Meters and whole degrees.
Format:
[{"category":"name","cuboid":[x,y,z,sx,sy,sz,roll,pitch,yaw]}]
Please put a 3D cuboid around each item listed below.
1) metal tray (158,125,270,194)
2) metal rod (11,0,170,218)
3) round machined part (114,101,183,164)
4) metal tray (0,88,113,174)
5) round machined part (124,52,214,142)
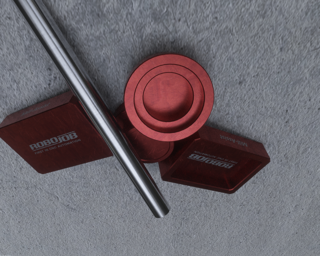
[{"category":"metal tray","cuboid":[0.075,0.047,0.432,0.131,0.030,0.089,16,129,-27]},{"category":"metal rod","cuboid":[-0.065,-0.009,0.357,0.025,0.025,0.299,-22,114,17]},{"category":"round machined part","cuboid":[-0.016,0.009,0.405,0.099,0.042,0.097,0,130,0]},{"category":"metal tray","cuboid":[-0.130,0.009,0.398,0.130,0.030,0.090,-16,126,24]},{"category":"round machined part","cuboid":[0.008,-0.037,0.352,0.099,0.042,0.097,-2,109,-6]}]
